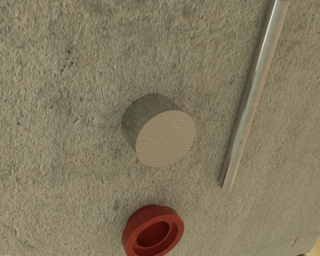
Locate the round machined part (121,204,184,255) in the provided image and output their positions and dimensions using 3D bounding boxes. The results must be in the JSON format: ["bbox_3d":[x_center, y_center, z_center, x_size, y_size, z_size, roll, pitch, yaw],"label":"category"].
[{"bbox_3d":[-0.015,0.161,0.489,0.099,0.042,0.097,-14,125,-21],"label":"round machined part"}]

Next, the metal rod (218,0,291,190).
[{"bbox_3d":[0.132,-0.032,0.461,0.025,0.025,0.298,-6,121,-26],"label":"metal rod"}]

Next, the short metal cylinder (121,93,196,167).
[{"bbox_3d":[-0.002,0.003,0.393,0.081,0.050,0.079,-14,124,-21],"label":"short metal cylinder"}]
